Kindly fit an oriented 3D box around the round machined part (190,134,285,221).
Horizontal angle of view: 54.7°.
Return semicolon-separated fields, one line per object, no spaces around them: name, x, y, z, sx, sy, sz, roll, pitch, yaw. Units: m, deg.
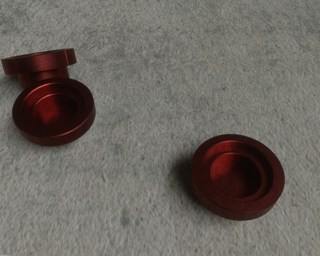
round machined part;0.082;0.057;0.345;0.099;0.042;0.098;0;50;0

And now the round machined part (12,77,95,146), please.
round machined part;-0.133;-0.017;0.401;0.099;0.042;0.098;1;54;-2

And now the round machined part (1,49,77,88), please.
round machined part;-0.168;-0.085;0.443;0.099;0.042;0.098;-7;19;3
